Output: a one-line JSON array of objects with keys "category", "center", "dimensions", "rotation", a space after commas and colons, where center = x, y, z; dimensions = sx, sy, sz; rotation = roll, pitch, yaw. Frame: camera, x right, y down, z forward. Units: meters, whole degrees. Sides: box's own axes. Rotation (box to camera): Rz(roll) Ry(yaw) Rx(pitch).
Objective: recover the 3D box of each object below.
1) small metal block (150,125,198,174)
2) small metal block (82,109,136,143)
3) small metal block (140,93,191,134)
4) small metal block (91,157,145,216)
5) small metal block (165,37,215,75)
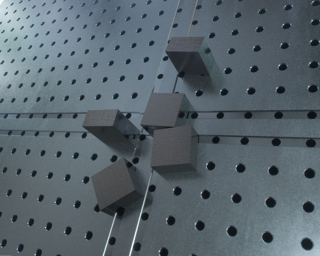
[{"category": "small metal block", "center": [0.018, 0.027, 0.381], "dimensions": [0.050, 0.025, 0.050], "rotation": [-8, 58, 23]}, {"category": "small metal block", "center": [-0.069, -0.002, 0.428], "dimensions": [0.050, 0.050, 0.025], "rotation": [-1, 62, 27]}, {"category": "small metal block", "center": [0.008, -0.019, 0.415], "dimensions": [0.050, 0.025, 0.050], "rotation": [4, 63, 29]}, {"category": "small metal block", "center": [-0.054, 0.073, 0.390], "dimensions": [0.050, 0.025, 0.050], "rotation": [-32, 52, 7]}, {"category": "small metal block", "center": [0.043, -0.099, 0.430], "dimensions": [0.050, 0.050, 0.025], "rotation": [10, 67, 32]}]
